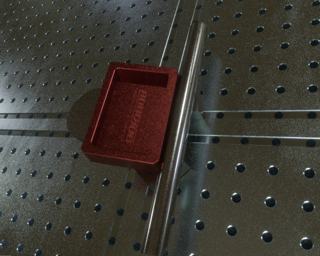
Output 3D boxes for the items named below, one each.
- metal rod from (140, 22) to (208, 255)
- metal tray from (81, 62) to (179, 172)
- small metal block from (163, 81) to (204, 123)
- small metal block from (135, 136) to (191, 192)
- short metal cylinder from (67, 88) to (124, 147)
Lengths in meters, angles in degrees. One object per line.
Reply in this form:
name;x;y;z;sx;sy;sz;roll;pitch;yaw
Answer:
metal rod;0.024;-0.007;0.366;0.025;0.025;0.300;-1;61;27
metal tray;-0.032;-0.017;0.380;0.090;0.030;0.130;8;64;10
small metal block;0.029;-0.031;0.411;0.050;0.025;0.050;-14;56;20
small metal block;0.000;0.046;0.378;0.050;0.025;0.050;-43;51;-2
short metal cylinder;-0.083;-0.010;0.439;0.080;0.050;0.080;-13;56;20
